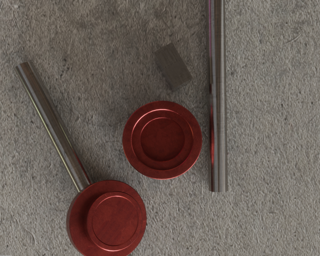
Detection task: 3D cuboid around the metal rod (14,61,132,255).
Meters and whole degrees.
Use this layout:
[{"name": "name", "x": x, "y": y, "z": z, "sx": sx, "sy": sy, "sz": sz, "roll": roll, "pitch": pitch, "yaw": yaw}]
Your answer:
[{"name": "metal rod", "x": -0.111, "y": 0.052, "z": 0.409, "sx": 0.025, "sy": 0.025, "sz": 0.299, "roll": -27, "pitch": 90, "yaw": 0}]

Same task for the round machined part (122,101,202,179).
[{"name": "round machined part", "x": 0.003, "y": 0.015, "z": 0.402, "sx": 0.099, "sy": 0.042, "sz": 0.097, "roll": 0, "pitch": 90, "yaw": 0}]

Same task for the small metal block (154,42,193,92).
[{"name": "small metal block", "x": 0.016, "y": -0.076, "z": 0.398, "sx": 0.025, "sy": 0.050, "sz": 0.050, "roll": -30, "pitch": 90, "yaw": 0}]

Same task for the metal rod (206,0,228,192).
[{"name": "metal rod", "x": 0.075, "y": -0.067, "z": 0.410, "sx": 0.025, "sy": 0.025, "sz": 0.298, "roll": -1, "pitch": 90, "yaw": 0}]

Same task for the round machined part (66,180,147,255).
[{"name": "round machined part", "x": -0.061, "y": 0.113, "z": 0.380, "sx": 0.099, "sy": 0.042, "sz": 0.098, "roll": 7, "pitch": 74, "yaw": -26}]
